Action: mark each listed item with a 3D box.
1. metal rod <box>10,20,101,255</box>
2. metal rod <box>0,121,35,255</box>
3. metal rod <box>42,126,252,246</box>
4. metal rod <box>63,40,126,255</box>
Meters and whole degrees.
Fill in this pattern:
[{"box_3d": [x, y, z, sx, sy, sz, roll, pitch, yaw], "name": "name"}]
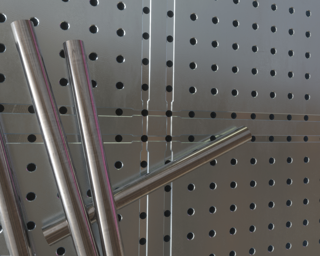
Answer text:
[{"box_3d": [-0.116, 0.025, 0.352, 0.025, 0.025, 0.299, -16, 89, -19], "name": "metal rod"}, {"box_3d": [-0.179, 0.048, 0.346, 0.025, 0.025, 0.298, -14, 95, -19], "name": "metal rod"}, {"box_3d": [-0.003, 0.067, 0.411, 0.302, 0.025, 0.025, -25, 98, -18], "name": "metal rod"}, {"box_3d": [-0.074, 0.044, 0.365, 0.025, 0.025, 0.299, -10, 86, -20], "name": "metal rod"}]
